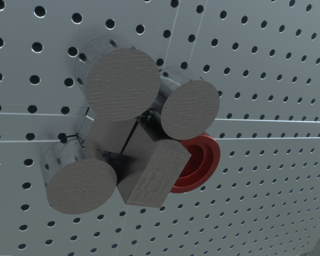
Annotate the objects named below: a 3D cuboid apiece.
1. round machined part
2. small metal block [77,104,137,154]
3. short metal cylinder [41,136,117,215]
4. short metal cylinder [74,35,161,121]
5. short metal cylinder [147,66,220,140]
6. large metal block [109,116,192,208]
[{"bbox_3d":[0.034,0.042,0.444,0.099,0.042,0.097,-14,124,-21],"label":"round machined part"},{"bbox_3d":[-0.064,0.000,0.375,0.050,0.025,0.050,16,110,-35],"label":"small metal block"},{"bbox_3d":[-0.099,0.057,0.376,0.081,0.050,0.079,-14,124,-21],"label":"short metal cylinder"},{"bbox_3d":[-0.047,-0.054,0.336,0.081,0.050,0.079,-14,124,-21],"label":"short metal cylinder"},{"bbox_3d":[0.027,-0.032,0.390,0.081,0.050,0.079,-14,124,-21],"label":"short metal cylinder"},{"bbox_3d":[-0.018,0.040,0.386,0.050,0.080,0.080,17,110,-35],"label":"large metal block"}]
